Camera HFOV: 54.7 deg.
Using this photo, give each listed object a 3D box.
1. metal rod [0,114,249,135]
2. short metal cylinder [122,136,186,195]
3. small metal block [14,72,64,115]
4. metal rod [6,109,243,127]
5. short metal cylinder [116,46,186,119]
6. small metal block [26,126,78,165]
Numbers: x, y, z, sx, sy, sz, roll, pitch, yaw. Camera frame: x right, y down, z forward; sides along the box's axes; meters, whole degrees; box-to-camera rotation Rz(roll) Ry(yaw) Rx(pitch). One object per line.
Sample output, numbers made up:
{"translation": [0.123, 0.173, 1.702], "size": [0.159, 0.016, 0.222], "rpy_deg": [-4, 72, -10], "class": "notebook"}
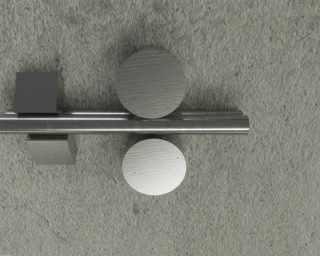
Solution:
{"translation": [-0.044, -0.004, 0.383], "size": [0.302, 0.025, 0.025], "rpy_deg": [0, 110, 0], "class": "metal rod"}
{"translation": [-0.007, 0.042, 0.413], "size": [0.081, 0.050, 0.079], "rpy_deg": [0, 110, 0], "class": "short metal cylinder"}
{"translation": [-0.149, -0.041, 0.384], "size": [0.050, 0.025, 0.050], "rpy_deg": [0, 83, 0], "class": "small metal block"}
{"translation": [-0.045, -0.012, 0.406], "size": [0.302, 0.025, 0.025], "rpy_deg": [0, 110, -1], "class": "metal rod"}
{"translation": [-0.010, -0.057, 0.376], "size": [0.081, 0.050, 0.079], "rpy_deg": [0, 110, 0], "class": "short metal cylinder"}
{"translation": [-0.140, 0.024, 0.408], "size": [0.050, 0.025, 0.050], "rpy_deg": [0, 137, -1], "class": "small metal block"}
